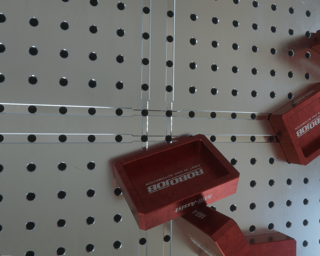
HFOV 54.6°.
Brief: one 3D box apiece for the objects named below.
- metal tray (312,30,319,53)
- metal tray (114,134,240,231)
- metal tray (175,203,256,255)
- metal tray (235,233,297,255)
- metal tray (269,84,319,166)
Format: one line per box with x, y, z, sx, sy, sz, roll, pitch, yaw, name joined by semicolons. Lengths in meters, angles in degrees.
0.326;-0.125;0.497;0.131;0.090;0.030;23;83;-19;metal tray
0.019;0.061;0.384;0.131;0.090;0.030;-17;131;-19;metal tray
0.065;0.138;0.381;0.030;0.130;0.090;-35;102;-16;metal tray
0.159;0.231;0.469;0.091;0.030;0.129;1;90;-20;metal tray
0.249;-0.010;0.500;0.131;0.030;0.090;-30;100;-18;metal tray
